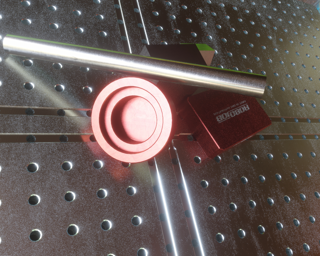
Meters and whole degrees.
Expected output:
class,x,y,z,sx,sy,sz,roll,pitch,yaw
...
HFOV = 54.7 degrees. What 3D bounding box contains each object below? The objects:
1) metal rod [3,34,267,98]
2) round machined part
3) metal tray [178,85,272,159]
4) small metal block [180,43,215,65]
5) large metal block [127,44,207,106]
class,x,y,z,sx,sy,sz,roll,pitch,yaw
metal rod,-0.036,-0.073,0.353,0.301,0.025,0.025,11,53,8
round machined part,-0.027,-0.010,0.367,0.098,0.098,0.042,52,15,8
metal tray,0.102,-0.018,0.473,0.131,0.030,0.090,-22,74,-36
small metal block,0.051,-0.102,0.480,0.050,0.050,0.025,-9,41,-32
large metal block,0.008,-0.067,0.420,0.081,0.080,0.050,-11,68,-33
